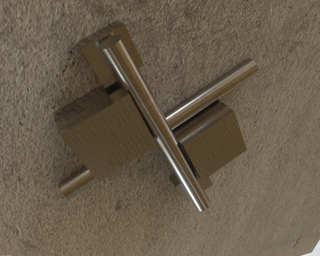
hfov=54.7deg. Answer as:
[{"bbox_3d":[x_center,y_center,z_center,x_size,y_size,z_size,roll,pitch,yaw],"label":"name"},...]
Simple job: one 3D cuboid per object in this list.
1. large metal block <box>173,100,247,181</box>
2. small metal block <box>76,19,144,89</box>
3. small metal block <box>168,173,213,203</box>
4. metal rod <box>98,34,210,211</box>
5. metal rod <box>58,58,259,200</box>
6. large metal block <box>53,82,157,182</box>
[{"bbox_3d":[0.067,0.015,0.438,0.080,0.050,0.080,-34,129,-6],"label":"large metal block"},{"bbox_3d":[-0.053,-0.079,0.332,0.050,0.025,0.050,-33,129,-7],"label":"small metal block"},{"bbox_3d":[0.049,0.083,0.487,0.050,0.025,0.050,-37,129,-4],"label":"small metal block"},{"bbox_3d":[0.009,0.018,0.392,0.025,0.025,0.299,-34,129,-6],"label":"metal rod"},{"bbox_3d":[0.003,-0.002,0.409,0.301,0.025,0.025,-34,129,-6],"label":"metal rod"},{"bbox_3d":[-0.062,0.002,0.357,0.080,0.050,0.080,-32,129,-7],"label":"large metal block"}]
